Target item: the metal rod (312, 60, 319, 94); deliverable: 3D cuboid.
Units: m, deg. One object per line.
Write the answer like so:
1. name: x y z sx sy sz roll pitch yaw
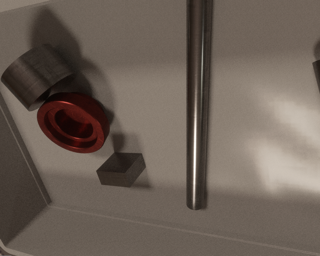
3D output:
1. metal rod: 0.189 0.081 0.283 0.025 0.025 0.298 -14 87 33

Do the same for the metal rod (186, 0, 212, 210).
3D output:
1. metal rod: 0.044 -0.018 0.372 0.025 0.025 0.298 11 123 22

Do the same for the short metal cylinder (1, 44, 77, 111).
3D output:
1. short metal cylinder: -0.160 -0.067 0.414 0.080 0.080 0.050 -35 99 38

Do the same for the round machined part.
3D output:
1. round machined part: -0.118 -0.012 0.440 0.098 0.042 0.097 9 134 9

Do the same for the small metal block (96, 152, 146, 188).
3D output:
1. small metal block: -0.057 0.061 0.458 0.050 0.050 0.025 0 118 28
